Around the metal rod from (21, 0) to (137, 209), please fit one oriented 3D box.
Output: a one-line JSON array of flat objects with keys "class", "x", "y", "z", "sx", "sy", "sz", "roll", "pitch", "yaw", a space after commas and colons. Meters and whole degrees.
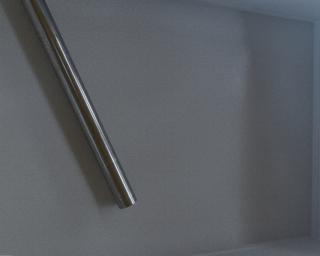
[{"class": "metal rod", "x": -0.100, "y": -0.039, "z": 0.374, "sx": 0.025, "sy": 0.025, "sz": 0.299, "roll": -26, "pitch": 99, "yaw": -18}]
